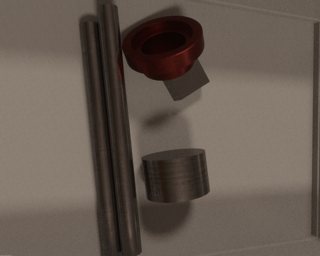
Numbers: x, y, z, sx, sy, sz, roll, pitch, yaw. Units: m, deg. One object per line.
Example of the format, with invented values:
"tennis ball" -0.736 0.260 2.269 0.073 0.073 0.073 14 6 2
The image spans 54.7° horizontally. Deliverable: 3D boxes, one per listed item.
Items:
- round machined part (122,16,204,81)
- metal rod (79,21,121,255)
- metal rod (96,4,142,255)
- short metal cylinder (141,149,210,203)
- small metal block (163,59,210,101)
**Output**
"round machined part" 0.006 -0.096 0.385 0.098 0.098 0.042 -35 137 -17
"metal rod" -0.072 0.022 0.384 0.025 0.025 0.298 -6 92 -20
"metal rod" -0.049 0.005 0.375 0.025 0.025 0.298 -6 92 -20
"short metal cylinder" 0.020 0.057 0.390 0.081 0.080 0.050 -8 93 -20
"small metal block" 0.032 -0.072 0.423 0.050 0.025 0.050 -34 102 -17
